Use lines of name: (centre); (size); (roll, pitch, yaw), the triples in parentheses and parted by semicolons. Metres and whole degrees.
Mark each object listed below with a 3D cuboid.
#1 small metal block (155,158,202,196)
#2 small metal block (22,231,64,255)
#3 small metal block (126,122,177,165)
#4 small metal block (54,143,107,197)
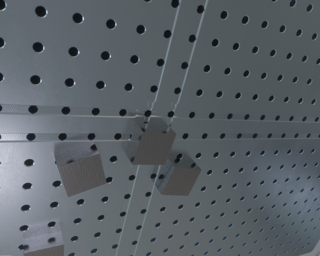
small metal block: (0.027, 0.075, 0.472); (0.050, 0.025, 0.050); (11, 113, -33)
small metal block: (-0.162, 0.176, 0.431); (0.050, 0.025, 0.050); (-4, 120, -26)
small metal block: (-0.012, 0.022, 0.417); (0.050, 0.025, 0.050); (5, 116, -31)
small metal block: (-0.099, 0.052, 0.389); (0.050, 0.025, 0.050); (-18, 126, -18)
